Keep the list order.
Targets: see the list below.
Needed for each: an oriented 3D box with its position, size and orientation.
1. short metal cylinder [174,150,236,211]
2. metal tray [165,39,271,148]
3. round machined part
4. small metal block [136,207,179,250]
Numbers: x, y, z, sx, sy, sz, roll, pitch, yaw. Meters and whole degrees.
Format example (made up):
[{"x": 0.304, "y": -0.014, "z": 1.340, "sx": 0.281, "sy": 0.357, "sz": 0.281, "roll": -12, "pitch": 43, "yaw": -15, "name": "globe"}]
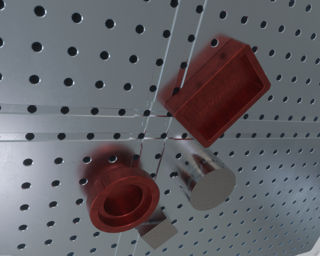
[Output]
[{"x": 0.070, "y": 0.082, "z": 0.484, "sx": 0.081, "sy": 0.050, "sz": 0.079, "roll": -14, "pitch": 124, "yaw": -21, "name": "short metal cylinder"}, {"x": 0.082, "y": -0.044, "z": 0.425, "sx": 0.130, "sy": 0.030, "sz": 0.090, "roll": -44, "pitch": 130, "yaw": 2, "name": "metal tray"}, {"x": -0.053, "y": 0.094, "z": 0.430, "sx": 0.099, "sy": 0.042, "sz": 0.097, "roll": -14, "pitch": 124, "yaw": -21, "name": "round machined part"}, {"x": -0.004, "y": 0.167, "z": 0.513, "sx": 0.050, "sy": 0.025, "sz": 0.050, "roll": -36, "pitch": 129, "yaw": -5, "name": "small metal block"}]
